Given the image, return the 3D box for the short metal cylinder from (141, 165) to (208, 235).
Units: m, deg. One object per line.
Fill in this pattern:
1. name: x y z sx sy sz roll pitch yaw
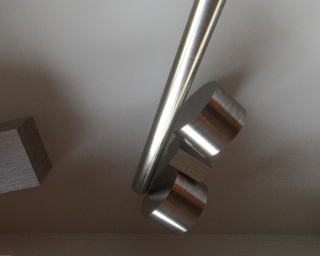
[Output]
1. short metal cylinder: 0.019 0.095 0.417 0.050 0.080 0.080 36 106 -13

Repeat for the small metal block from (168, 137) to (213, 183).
1. small metal block: 0.039 0.040 0.413 0.050 0.050 0.025 32 107 -12

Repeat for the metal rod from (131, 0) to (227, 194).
1. metal rod: 0.009 -0.018 0.343 0.025 0.025 0.298 15 133 -6

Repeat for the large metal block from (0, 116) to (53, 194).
1. large metal block: -0.202 0.037 0.409 0.080 0.050 0.079 -12 110 4

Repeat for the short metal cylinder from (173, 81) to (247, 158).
1. short metal cylinder: 0.058 -0.011 0.379 0.050 0.080 0.080 40 105 -14
